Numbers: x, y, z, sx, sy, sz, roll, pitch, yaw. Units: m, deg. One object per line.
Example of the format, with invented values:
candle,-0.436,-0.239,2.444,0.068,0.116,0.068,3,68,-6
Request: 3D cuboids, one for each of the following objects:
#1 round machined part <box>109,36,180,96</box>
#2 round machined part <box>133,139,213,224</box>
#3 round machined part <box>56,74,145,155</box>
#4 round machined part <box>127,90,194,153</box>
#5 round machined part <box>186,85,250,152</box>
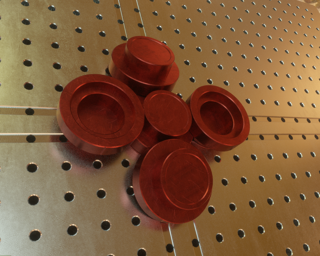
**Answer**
round machined part,-0.018,-0.091,0.430,0.099,0.042,0.098,14,43,-13
round machined part,0.022,0.060,0.359,0.099,0.042,0.098,8,73,-27
round machined part,-0.072,-0.012,0.367,0.099,0.042,0.098,14,56,-21
round machined part,0.003,-0.011,0.405,0.099,0.042,0.098,14,56,-21
round machined part,0.077,-0.010,0.446,0.099,0.042,0.098,14,56,-21
